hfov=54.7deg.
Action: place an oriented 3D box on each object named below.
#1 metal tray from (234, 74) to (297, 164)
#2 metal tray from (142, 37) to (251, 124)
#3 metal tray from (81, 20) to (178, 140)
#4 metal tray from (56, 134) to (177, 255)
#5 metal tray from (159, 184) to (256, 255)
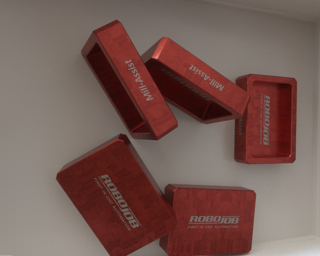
[{"bbox_3d":[0.160,-0.012,0.468,0.091,0.030,0.129,1,90,-21],"label":"metal tray"},{"bbox_3d":[0.035,-0.052,0.388,0.131,0.090,0.030,30,74,-18],"label":"metal tray"},{"bbox_3d":[-0.039,-0.048,0.361,0.030,0.090,0.130,-34,102,-19],"label":"metal tray"},{"bbox_3d":[-0.049,0.083,0.373,0.090,0.030,0.130,-30,101,5],"label":"metal tray"},{"bbox_3d":[0.069,0.128,0.435,0.131,0.030,0.089,6,88,-20],"label":"metal tray"}]
